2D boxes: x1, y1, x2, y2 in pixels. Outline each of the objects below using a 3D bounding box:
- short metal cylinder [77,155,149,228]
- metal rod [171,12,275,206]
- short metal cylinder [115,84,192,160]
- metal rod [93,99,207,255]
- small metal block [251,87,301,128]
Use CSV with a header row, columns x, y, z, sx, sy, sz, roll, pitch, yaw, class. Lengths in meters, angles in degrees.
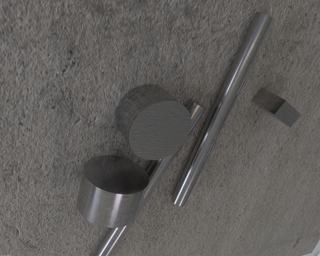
x,y,z,sx,sy,sz,roll,pitch,yaw,class
-0.059,0.077,0.387,0.081,0.080,0.050,3,117,-30,short metal cylinder
0.081,-0.013,0.443,0.025,0.025,0.298,8,114,-32,metal rod
-0.009,-0.008,0.381,0.081,0.050,0.079,-14,124,-21,short metal cylinder
-0.024,0.091,0.450,0.025,0.025,0.299,21,107,-36,metal rod
0.175,-0.031,0.467,0.050,0.050,0.025,28,103,-38,small metal block
